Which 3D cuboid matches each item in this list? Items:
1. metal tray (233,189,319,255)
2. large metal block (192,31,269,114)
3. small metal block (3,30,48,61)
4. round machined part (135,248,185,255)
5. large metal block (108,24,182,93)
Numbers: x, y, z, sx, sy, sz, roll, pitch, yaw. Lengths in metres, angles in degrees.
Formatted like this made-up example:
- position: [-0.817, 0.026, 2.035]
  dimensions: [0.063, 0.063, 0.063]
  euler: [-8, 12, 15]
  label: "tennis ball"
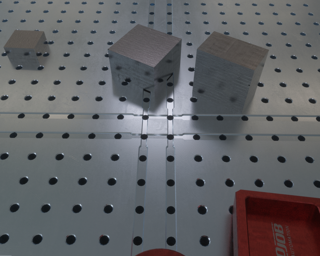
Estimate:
- position: [0.114, 0.115, 0.279]
  dimensions: [0.090, 0.030, 0.130]
  euler: [5, 32, 9]
  label: "metal tray"
- position: [0.096, -0.078, 0.438]
  dimensions: [0.080, 0.080, 0.050]
  euler: [26, 55, 20]
  label: "large metal block"
- position: [-0.225, -0.140, 0.524]
  dimensions: [0.050, 0.025, 0.050]
  euler: [3, 50, 3]
  label: "small metal block"
- position: [-0.005, 0.148, 0.252]
  dimensions: [0.098, 0.042, 0.098]
  euler: [-13, 49, 16]
  label: "round machined part"
- position: [-0.022, -0.110, 0.484]
  dimensions: [0.080, 0.050, 0.080]
  euler: [25, 54, 19]
  label: "large metal block"
